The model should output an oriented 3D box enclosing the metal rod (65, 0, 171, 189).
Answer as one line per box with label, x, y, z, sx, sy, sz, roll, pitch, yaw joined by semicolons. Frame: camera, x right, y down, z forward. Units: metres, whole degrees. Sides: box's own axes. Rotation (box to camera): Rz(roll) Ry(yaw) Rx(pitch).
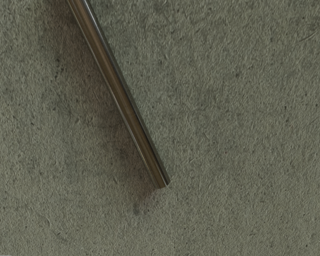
metal rod;-0.053;-0.051;0.390;0.025;0.025;0.299;-21;109;7
